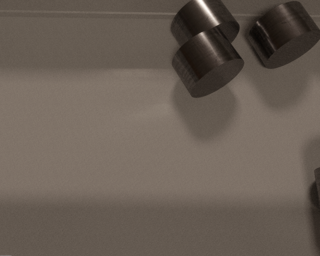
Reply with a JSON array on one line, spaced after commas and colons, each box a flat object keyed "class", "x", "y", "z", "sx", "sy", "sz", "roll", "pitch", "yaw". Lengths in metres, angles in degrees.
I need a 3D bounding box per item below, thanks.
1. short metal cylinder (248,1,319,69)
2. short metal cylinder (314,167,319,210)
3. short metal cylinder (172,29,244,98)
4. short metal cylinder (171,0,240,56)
[{"class": "short metal cylinder", "x": 0.171, "y": -0.126, "z": 0.429, "sx": 0.080, "sy": 0.080, "sz": 0.050, "roll": -22, "pitch": 72, "yaw": -8}, {"class": "short metal cylinder", "x": 0.226, "y": 0.072, "z": 0.357, "sx": 0.081, "sy": 0.080, "sz": 0.050, "roll": 1, "pitch": 70, "yaw": 0}, {"class": "short metal cylinder", "x": 0.063, "y": -0.084, "z": 0.412, "sx": 0.080, "sy": 0.080, "sz": 0.050, "roll": -27, "pitch": 73, "yaw": -10}, {"class": "short metal cylinder", "x": 0.062, "y": -0.137, "z": 0.431, "sx": 0.080, "sy": 0.080, "sz": 0.050, "roll": -26, "pitch": 72, "yaw": -10}]
